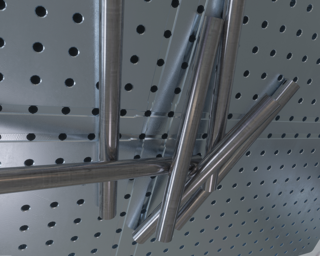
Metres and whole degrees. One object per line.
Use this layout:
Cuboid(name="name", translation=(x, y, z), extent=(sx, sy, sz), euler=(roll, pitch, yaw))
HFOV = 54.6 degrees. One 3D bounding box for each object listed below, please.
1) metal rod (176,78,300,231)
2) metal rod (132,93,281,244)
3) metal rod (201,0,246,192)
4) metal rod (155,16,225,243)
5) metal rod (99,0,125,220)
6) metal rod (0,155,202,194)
Cuboid(name="metal rod", translation=(0.115, 0.047, 0.502), extent=(0.025, 0.025, 0.299), euler=(31, 101, -38))
Cuboid(name="metal rod", translation=(0.055, 0.070, 0.447), extent=(0.025, 0.025, 0.299), euler=(23, 117, -37))
Cuboid(name="metal rod", translation=(0.083, -0.040, 0.420), extent=(0.025, 0.025, 0.298), euler=(-10, 120, -23))
Cuboid(name="metal rod", translation=(0.034, 0.012, 0.402), extent=(0.025, 0.025, 0.298), euler=(4, 106, -30))
Cuboid(name="metal rod", translation=(-0.061, -0.007, 0.372), extent=(0.025, 0.025, 0.298), euler=(-8, 122, -24))
Cuboid(name="metal rod", translation=(-0.057, 0.052, 0.376), extent=(0.302, 0.025, 0.025), euler=(1, 119, -41))
